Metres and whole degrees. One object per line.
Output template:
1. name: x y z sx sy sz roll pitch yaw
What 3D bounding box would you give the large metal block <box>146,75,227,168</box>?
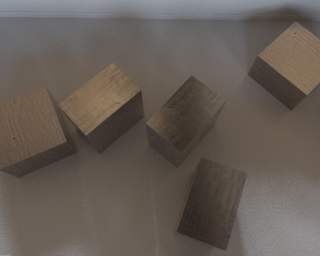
1. large metal block: 0.030 -0.004 0.382 0.050 0.080 0.080 39 75 13

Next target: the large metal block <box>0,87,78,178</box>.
1. large metal block: -0.163 0.006 0.393 0.080 0.050 0.080 -24 72 -9

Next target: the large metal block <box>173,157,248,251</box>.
1. large metal block: 0.054 0.087 0.349 0.050 0.080 0.080 19 71 7

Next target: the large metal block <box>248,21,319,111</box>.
1. large metal block: 0.185 -0.085 0.429 0.080 0.050 0.080 -42 75 -14

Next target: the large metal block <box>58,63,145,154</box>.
1. large metal block: -0.068 -0.021 0.388 0.080 0.080 0.050 -42 75 -14
